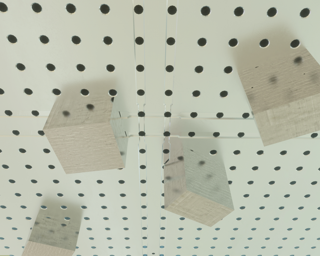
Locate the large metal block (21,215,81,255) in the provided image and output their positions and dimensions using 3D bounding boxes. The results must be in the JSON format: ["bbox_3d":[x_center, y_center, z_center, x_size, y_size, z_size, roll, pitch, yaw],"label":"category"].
[{"bbox_3d":[-0.204,0.214,0.575,0.080,0.050,0.079,21,127,-17],"label":"large metal block"}]

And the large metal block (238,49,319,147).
[{"bbox_3d":[0.142,-0.035,0.348,0.080,0.080,0.050,-19,128,15],"label":"large metal block"}]

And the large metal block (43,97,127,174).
[{"bbox_3d":[-0.092,0.011,0.403,0.080,0.050,0.080,-7,130,5],"label":"large metal block"}]

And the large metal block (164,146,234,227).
[{"bbox_3d":[0.053,0.085,0.449,0.080,0.080,0.050,26,125,-21],"label":"large metal block"}]
